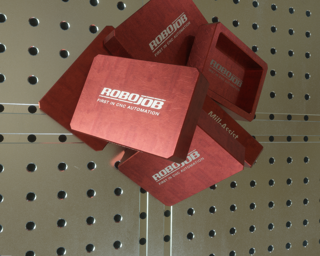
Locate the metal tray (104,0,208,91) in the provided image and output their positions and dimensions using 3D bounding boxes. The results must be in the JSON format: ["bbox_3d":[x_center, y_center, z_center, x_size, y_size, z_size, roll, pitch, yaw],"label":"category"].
[{"bbox_3d":[0.005,-0.114,0.391,0.090,0.030,0.130,49,61,-17],"label":"metal tray"}]

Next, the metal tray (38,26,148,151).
[{"bbox_3d":[-0.072,-0.048,0.383,0.090,0.030,0.130,41,77,-17],"label":"metal tray"}]

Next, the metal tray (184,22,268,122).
[{"bbox_3d":[0.091,-0.070,0.417,0.131,0.030,0.090,22,82,-41],"label":"metal tray"}]

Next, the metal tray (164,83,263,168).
[{"bbox_3d":[0.057,-0.003,0.398,0.130,0.090,0.030,40,77,-16],"label":"metal tray"}]

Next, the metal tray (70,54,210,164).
[{"bbox_3d":[-0.024,-0.024,0.323,0.030,0.130,0.090,30,76,-61],"label":"metal tray"}]

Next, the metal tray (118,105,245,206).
[{"bbox_3d":[0.023,0.038,0.370,0.090,0.129,0.030,40,39,-16],"label":"metal tray"}]
